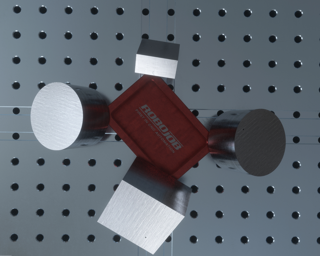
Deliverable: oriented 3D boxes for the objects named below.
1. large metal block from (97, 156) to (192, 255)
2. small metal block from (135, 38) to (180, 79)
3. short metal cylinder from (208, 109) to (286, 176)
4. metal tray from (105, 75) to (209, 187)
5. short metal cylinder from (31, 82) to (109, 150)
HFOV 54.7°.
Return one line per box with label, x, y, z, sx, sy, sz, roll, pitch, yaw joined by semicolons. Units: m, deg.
large metal block;-0.019;0.096;0.383;0.080;0.050;0.079;31;121;-1
small metal block;-0.002;-0.090;0.398;0.050;0.050;0.025;9;128;0
short metal cylinder;0.108;0.017;0.386;0.081;0.050;0.079;0;91;-27
metal tray;-0.001;0.001;0.410;0.090;0.030;0.130;-41;90;0
short metal cylinder;-0.111;-0.014;0.385;0.080;0.050;0.079;0;91;25
